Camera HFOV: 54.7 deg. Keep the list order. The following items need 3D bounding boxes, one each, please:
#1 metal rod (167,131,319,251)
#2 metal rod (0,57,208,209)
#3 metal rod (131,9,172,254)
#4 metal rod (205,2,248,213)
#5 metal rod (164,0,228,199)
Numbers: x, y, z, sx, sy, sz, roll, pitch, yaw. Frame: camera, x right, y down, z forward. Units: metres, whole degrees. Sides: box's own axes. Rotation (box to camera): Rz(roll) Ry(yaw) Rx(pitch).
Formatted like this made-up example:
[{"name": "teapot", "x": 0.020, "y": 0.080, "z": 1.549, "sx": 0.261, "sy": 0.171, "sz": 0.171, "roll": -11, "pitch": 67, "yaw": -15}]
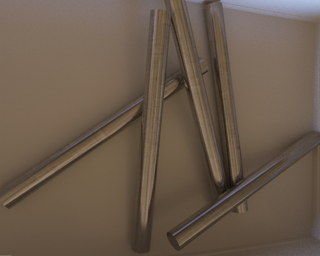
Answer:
[{"name": "metal rod", "x": 0.135, "y": 0.075, "z": 0.437, "sx": 0.302, "sy": 0.025, "sz": 0.025, "roll": -26, "pitch": 99, "yaw": -28}, {"name": "metal rod", "x": -0.058, "y": -0.004, "z": 0.389, "sx": 0.301, "sy": 0.025, "sz": 0.025, "roll": -36, "pitch": 102, "yaw": -17}, {"name": "metal rod", "x": -0.012, "y": 0.010, "z": 0.385, "sx": 0.025, "sy": 0.025, "sz": 0.298, "roll": 3, "pitch": 97, "yaw": -20}, {"name": "metal rod", "x": 0.096, "y": -0.027, "z": 0.447, "sx": 0.025, "sy": 0.025, "sz": 0.298, "roll": -9, "pitch": 93, "yaw": -20}, {"name": "metal rod", "x": 0.054, "y": -0.022, "z": 0.411, "sx": 0.025, "sy": 0.025, "sz": 0.298, "roll": -20, "pitch": 105, "yaw": -19}]
